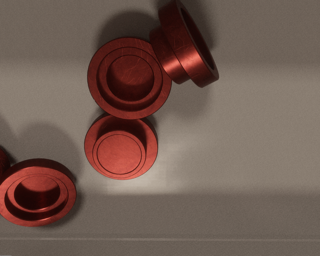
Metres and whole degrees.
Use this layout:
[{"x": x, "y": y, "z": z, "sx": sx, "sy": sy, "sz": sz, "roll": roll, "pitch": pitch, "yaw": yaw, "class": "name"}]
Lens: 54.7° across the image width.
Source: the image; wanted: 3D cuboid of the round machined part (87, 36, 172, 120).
[{"x": -0.035, "y": -0.062, "z": 0.379, "sx": 0.099, "sy": 0.042, "sz": 0.097, "roll": 0, "pitch": 110, "yaw": -1, "class": "round machined part"}]

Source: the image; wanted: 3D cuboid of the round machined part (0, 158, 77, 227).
[{"x": -0.166, "y": 0.082, "z": 0.420, "sx": 0.099, "sy": 0.042, "sz": 0.097, "roll": -9, "pitch": 119, "yaw": -16, "class": "round machined part"}]

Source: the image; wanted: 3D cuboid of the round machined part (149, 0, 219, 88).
[{"x": 0.024, "y": -0.087, "z": 0.342, "sx": 0.042, "sy": 0.098, "sz": 0.098, "roll": -26, "pitch": 109, "yaw": 20, "class": "round machined part"}]

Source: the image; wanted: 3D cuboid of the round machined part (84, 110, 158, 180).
[{"x": -0.052, "y": 0.027, "z": 0.412, "sx": 0.099, "sy": 0.042, "sz": 0.097, "roll": 0, "pitch": 110, "yaw": -1, "class": "round machined part"}]

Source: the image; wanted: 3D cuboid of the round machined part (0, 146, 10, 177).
[{"x": -0.252, "y": 0.053, "z": 0.402, "sx": 0.099, "sy": 0.042, "sz": 0.097, "roll": -14, "pitch": 114, "yaw": -33, "class": "round machined part"}]
